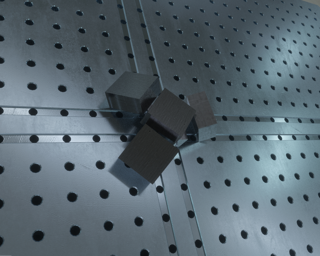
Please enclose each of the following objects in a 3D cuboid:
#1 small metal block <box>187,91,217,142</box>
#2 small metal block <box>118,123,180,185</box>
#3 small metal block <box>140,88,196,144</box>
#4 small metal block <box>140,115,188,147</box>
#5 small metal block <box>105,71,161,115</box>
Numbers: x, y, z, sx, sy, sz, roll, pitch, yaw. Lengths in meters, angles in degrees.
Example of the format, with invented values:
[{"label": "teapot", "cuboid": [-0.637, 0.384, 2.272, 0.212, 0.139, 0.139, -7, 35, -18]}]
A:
[{"label": "small metal block", "cuboid": [0.058, -0.015, 0.428, 0.025, 0.050, 0.050, -17, 67, 0]}, {"label": "small metal block", "cuboid": [-0.013, 0.030, 0.366, 0.050, 0.025, 0.050, 38, 88, -2]}, {"label": "small metal block", "cuboid": [0.011, -0.015, 0.390, 0.050, 0.025, 0.050, 36, 51, -5]}, {"label": "small metal block", "cuboid": [0.004, -0.003, 0.412, 0.050, 0.025, 0.050, 1, 64, -27]}, {"label": "small metal block", "cuboid": [-0.034, -0.047, 0.402, 0.050, 0.025, 0.050, 14, 47, 24]}]
